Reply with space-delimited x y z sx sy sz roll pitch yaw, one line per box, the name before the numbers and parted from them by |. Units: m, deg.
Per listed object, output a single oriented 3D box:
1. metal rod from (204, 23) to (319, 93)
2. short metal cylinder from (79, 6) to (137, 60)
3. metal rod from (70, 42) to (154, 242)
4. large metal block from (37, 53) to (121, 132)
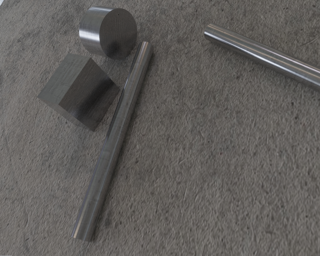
metal rod | 0.164 -0.065 0.357 0.025 0.025 0.300 -47 51 -4
short metal cylinder | -0.084 -0.156 0.508 0.050 0.080 0.080 22 74 36
metal rod | -0.059 0.002 0.433 0.025 0.025 0.300 1 62 29
large metal block | -0.118 -0.052 0.462 0.050 0.080 0.080 18 71 35
